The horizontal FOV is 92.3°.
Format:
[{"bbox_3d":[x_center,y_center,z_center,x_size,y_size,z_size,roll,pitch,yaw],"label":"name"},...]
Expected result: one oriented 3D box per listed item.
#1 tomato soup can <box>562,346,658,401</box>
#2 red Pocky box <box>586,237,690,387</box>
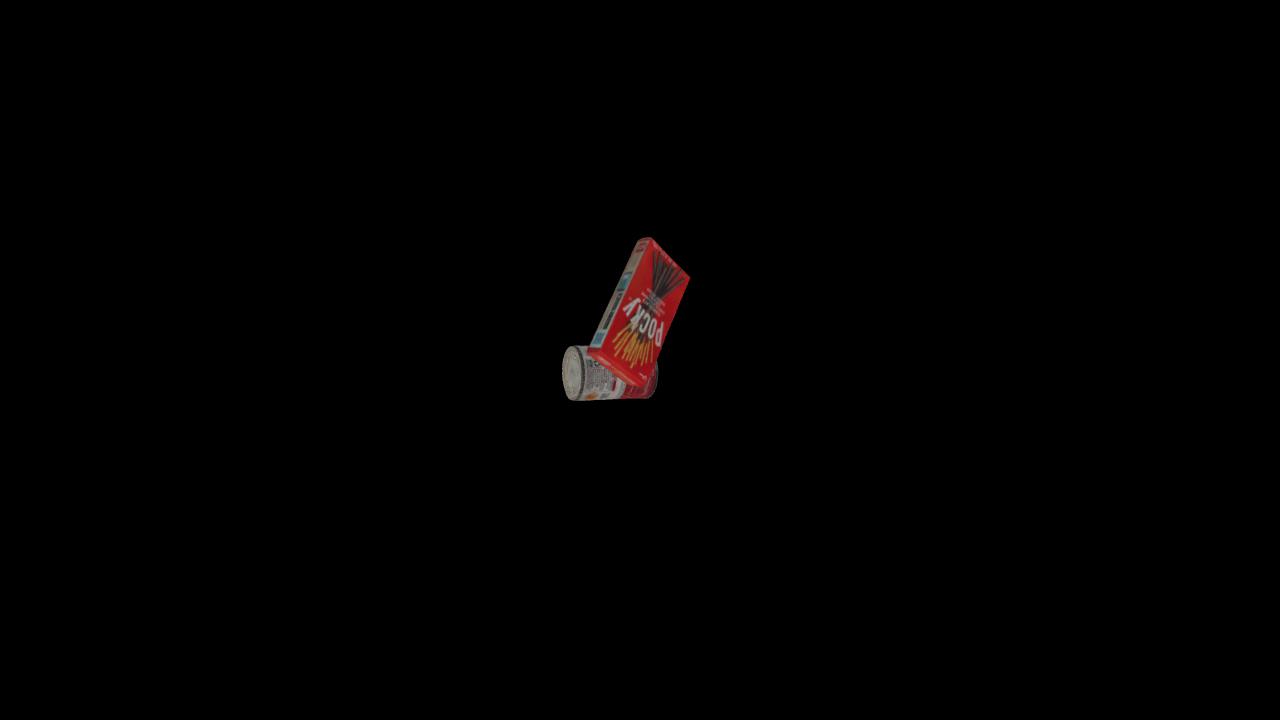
[{"bbox_3d":[-0.037,0.016,0.749,0.101,0.068,0.068,-1,0,-28],"label":"tomato soup can"},{"bbox_3d":[0.002,-0.054,0.708,0.028,0.155,0.083,3,-26,45],"label":"red Pocky box"}]
